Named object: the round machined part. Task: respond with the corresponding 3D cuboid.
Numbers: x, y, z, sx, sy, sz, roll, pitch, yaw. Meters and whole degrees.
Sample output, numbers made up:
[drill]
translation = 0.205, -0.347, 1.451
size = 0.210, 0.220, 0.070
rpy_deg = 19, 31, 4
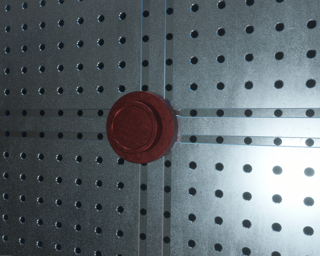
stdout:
[round machined part]
translation = -0.029, -0.001, 0.413
size = 0.098, 0.042, 0.097
rpy_deg = 0, 90, 19
